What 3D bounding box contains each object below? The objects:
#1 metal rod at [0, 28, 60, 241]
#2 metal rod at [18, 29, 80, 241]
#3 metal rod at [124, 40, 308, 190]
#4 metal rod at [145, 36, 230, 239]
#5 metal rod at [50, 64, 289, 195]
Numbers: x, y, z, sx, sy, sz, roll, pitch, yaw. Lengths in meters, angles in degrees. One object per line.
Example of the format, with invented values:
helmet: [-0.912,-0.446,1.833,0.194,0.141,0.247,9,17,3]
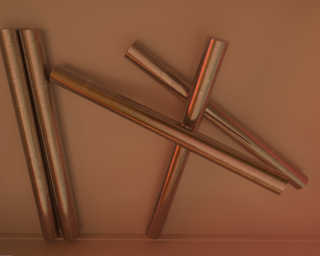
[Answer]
metal rod: [-0.172,0.023,0.417,0.025,0.025,0.298,-3,110,1]
metal rod: [-0.144,0.023,0.418,0.025,0.025,0.298,-4,110,1]
metal rod: [0.082,-0.010,0.408,0.301,0.025,0.025,36,106,-13]
metal rod: [0.027,0.031,0.404,0.025,0.025,0.298,14,117,-5]
metal rod: [0.005,-0.002,0.367,0.301,0.025,0.025,26,109,7]
